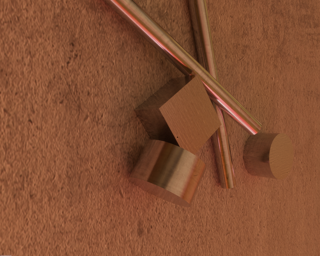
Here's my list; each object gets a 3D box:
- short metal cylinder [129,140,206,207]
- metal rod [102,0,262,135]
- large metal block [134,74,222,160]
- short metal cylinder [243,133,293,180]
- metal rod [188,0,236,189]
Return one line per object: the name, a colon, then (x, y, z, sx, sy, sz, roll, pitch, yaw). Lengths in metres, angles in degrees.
short metal cylinder: (0.009, 0.056, 0.377, 0.080, 0.080, 0.050, 39, 66, -33)
metal rod: (0.041, -0.081, 0.416, 0.301, 0.025, 0.025, 37, 67, -27)
large metal block: (0.026, -0.014, 0.410, 0.080, 0.050, 0.080, -43, 116, -31)
short metal cylinder: (0.193, 0.048, 0.550, 0.081, 0.050, 0.080, 0, 90, -40)
metal rod: (0.080, -0.052, 0.471, 0.025, 0.025, 0.298, -19, 102, -38)
